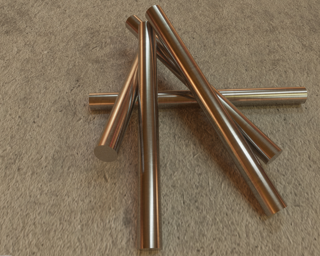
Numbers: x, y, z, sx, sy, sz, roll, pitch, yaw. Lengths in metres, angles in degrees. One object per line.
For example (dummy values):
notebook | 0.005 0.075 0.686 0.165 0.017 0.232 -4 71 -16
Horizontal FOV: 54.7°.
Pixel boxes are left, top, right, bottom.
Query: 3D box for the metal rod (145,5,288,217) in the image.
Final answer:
metal rod | 0.058 -0.036 0.379 0.025 0.025 0.299 -22 70 -17

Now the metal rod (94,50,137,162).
metal rod | -0.034 -0.070 0.432 0.025 0.025 0.300 7 41 5

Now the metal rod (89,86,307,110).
metal rod | 0.054 -0.042 0.438 0.302 0.025 0.025 -2 50 -2

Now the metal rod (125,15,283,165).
metal rod | 0.044 -0.067 0.424 0.025 0.025 0.300 -29 61 -22

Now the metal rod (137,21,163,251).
metal rod | -0.014 -0.012 0.374 0.025 0.025 0.299 -1 62 -1
